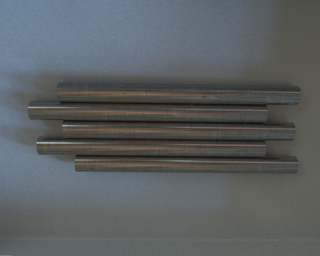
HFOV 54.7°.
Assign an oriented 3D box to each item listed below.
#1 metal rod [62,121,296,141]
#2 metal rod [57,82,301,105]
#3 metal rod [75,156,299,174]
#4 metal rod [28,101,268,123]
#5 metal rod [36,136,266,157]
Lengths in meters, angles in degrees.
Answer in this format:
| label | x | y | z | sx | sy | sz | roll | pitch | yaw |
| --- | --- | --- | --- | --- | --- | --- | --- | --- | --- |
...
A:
| label | x | y | z | sx | sy | sz | roll | pitch | yaw |
| --- | --- | --- | --- | --- | --- | --- | --- | --- | --- |
| metal rod | 0.025 | 0.003 | 0.411 | 0.302 | 0.025 | 0.025 | 1 | 110 | -1 |
| metal rod | 0.024 | -0.043 | 0.394 | 0.302 | 0.025 | 0.025 | 1 | 110 | -1 |
| metal rod | 0.037 | 0.050 | 0.429 | 0.302 | 0.025 | 0.025 | 1 | 110 | -1 |
| metal rod | -0.014 | -0.021 | 0.402 | 0.302 | 0.025 | 0.025 | 1 | 110 | -1 |
| metal rod | -0.010 | 0.025 | 0.419 | 0.302 | 0.025 | 0.025 | 1 | 110 | -1 |
